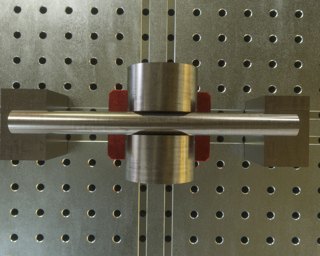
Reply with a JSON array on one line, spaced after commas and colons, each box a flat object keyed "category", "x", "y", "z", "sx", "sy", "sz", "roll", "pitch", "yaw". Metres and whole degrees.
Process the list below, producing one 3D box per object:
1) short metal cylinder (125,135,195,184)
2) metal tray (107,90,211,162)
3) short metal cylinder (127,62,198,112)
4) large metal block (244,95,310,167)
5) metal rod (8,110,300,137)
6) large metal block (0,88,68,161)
[{"category": "short metal cylinder", "x": 0.000, "y": 0.032, "z": 0.356, "sx": 0.081, "sy": 0.080, "sz": 0.050, "roll": 1, "pitch": 90, "yaw": 0}, {"category": "metal tray", "x": -0.001, "y": -0.003, "z": 0.411, "sx": 0.131, "sy": 0.030, "sz": 0.089, "roll": 1, "pitch": 90, "yaw": 0}, {"category": "short metal cylinder", "x": 0.003, "y": -0.043, "z": 0.356, "sx": 0.081, "sy": 0.080, "sz": 0.050, "roll": 1, "pitch": 90, "yaw": 0}, {"category": "large metal block", "x": 0.142, "y": 0.003, "z": 0.386, "sx": 0.050, "sy": 0.080, "sz": 0.080, "roll": 1, "pitch": 90, "yaw": 0}, {"category": "metal rod", "x": -0.006, "y": -0.005, "z": 0.333, "sx": 0.302, "sy": 0.025, "sz": 0.025, "roll": 1, "pitch": 90, "yaw": 0}, {"category": "large metal block", "x": -0.152, "y": -0.004, "z": 0.383, "sx": 0.050, "sy": 0.080, "sz": 0.080, "roll": 1, "pitch": 90, "yaw": 0}]
